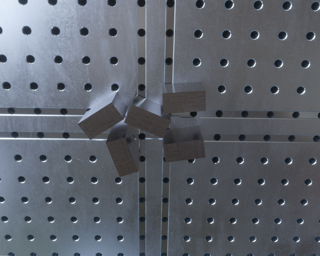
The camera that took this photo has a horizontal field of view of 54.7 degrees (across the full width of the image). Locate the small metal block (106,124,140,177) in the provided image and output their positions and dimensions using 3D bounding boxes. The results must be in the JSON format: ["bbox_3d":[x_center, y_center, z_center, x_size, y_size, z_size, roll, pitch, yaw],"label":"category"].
[{"bbox_3d":[-0.047,0.028,0.410,0.025,0.050,0.050,-17,110,6],"label":"small metal block"}]

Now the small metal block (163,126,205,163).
[{"bbox_3d":[0.030,0.020,0.408,0.050,0.050,0.025,-7,110,2],"label":"small metal block"}]

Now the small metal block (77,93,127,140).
[{"bbox_3d":[-0.071,-0.016,0.393,0.050,0.050,0.025,-31,108,10],"label":"small metal block"}]

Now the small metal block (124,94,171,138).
[{"bbox_3d":[-0.015,-0.016,0.394,0.050,0.050,0.025,23,108,-9],"label":"small metal block"}]

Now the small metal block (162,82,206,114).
[{"bbox_3d":[0.028,-0.039,0.386,0.050,0.050,0.025,-4,110,1],"label":"small metal block"}]
